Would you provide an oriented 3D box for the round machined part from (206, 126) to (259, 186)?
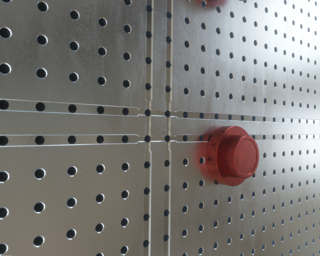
[{"bbox_3d":[0.123,0.045,0.500,0.099,0.042,0.097,0,90,-40],"label":"round machined part"}]
